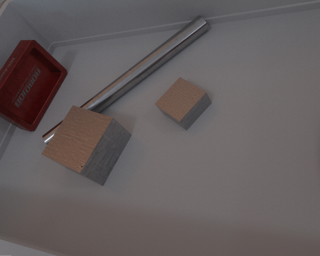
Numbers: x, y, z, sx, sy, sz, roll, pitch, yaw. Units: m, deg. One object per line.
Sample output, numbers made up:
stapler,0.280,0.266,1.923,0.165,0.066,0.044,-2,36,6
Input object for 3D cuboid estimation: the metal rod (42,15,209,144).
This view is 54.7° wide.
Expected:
metal rod,-0.054,-0.069,0.474,0.300,0.025,0.025,-37,51,3

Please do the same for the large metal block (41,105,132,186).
large metal block,-0.100,0.023,0.426,0.080,0.050,0.080,17,70,34

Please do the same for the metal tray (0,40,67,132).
metal tray,-0.222,-0.071,0.521,0.030,0.090,0.130,9,66,32

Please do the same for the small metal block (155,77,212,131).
small metal block,0.031,-0.033,0.409,0.050,0.025,0.050,-48,52,-6
